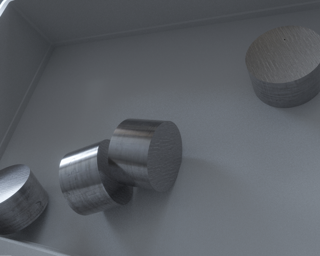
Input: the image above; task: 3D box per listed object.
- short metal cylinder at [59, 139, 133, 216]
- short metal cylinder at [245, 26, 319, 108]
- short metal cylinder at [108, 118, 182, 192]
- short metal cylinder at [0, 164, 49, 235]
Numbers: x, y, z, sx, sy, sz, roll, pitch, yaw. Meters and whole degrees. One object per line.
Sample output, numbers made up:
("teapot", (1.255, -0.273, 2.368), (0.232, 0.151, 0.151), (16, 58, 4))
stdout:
("short metal cylinder", (-0.074, 0.059, 0.371), (0.050, 0.080, 0.080), (-20, 54, 16))
("short metal cylinder", (0.144, -0.070, 0.357), (0.080, 0.050, 0.080), (-13, 56, 20))
("short metal cylinder", (-0.015, 0.030, 0.359), (0.050, 0.080, 0.080), (4, 64, 30))
("short metal cylinder", (-0.200, 0.094, 0.416), (0.080, 0.050, 0.080), (-15, 32, 10))
